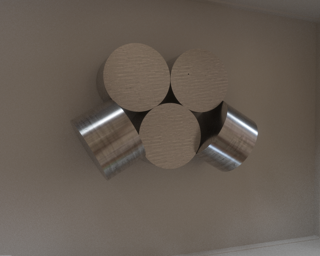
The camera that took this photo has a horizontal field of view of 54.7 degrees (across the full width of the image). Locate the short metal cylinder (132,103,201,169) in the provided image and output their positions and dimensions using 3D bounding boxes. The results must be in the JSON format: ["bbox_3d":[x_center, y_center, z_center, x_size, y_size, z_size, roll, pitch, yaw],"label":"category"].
[{"bbox_3d":[0.005,0.009,0.397,0.081,0.050,0.080,0,90,-20],"label":"short metal cylinder"}]

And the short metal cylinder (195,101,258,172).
[{"bbox_3d":[0.081,0.011,0.409,0.050,0.080,0.080,31,80,-17],"label":"short metal cylinder"}]

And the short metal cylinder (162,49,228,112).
[{"bbox_3d":[0.042,-0.060,0.411,0.081,0.050,0.080,0,90,-20],"label":"short metal cylinder"}]

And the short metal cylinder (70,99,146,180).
[{"bbox_3d":[-0.060,0.013,0.358,0.050,0.080,0.080,-32,101,-17],"label":"short metal cylinder"}]

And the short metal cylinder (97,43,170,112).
[{"bbox_3d":[-0.034,-0.059,0.383,0.081,0.050,0.080,0,90,-20],"label":"short metal cylinder"}]
